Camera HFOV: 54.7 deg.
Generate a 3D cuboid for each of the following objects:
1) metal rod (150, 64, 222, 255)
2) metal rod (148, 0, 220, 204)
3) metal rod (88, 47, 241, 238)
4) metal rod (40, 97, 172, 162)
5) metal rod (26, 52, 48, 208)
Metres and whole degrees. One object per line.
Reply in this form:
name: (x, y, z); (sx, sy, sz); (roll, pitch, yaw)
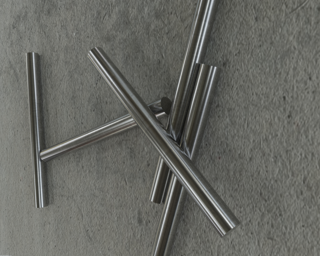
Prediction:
metal rod: (0.024, 0.071, 0.385); (0.025, 0.025, 0.298); (23, 104, 38)
metal rod: (0.032, -0.048, 0.378); (0.025, 0.025, 0.298); (23, 104, 38)
metal rod: (-0.011, -0.002, 0.379); (0.300, 0.025, 0.025); (52, 120, 27)
metal rod: (-0.102, 0.012, 0.489); (0.299, 0.025, 0.025); (-20, 78, 38)
metal rod: (-0.240, 0.002, 0.603); (0.025, 0.025, 0.298); (-9, 85, 40)
